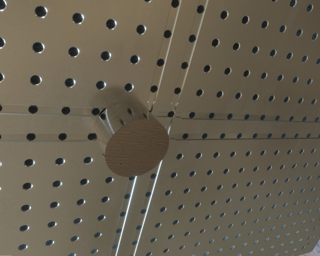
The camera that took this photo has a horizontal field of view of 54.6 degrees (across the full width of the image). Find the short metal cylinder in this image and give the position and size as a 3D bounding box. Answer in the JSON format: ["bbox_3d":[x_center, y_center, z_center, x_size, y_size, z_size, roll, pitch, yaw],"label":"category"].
[{"bbox_3d":[-0.036,0.013,0.383,0.081,0.050,0.080,-14,124,-21],"label":"short metal cylinder"}]
